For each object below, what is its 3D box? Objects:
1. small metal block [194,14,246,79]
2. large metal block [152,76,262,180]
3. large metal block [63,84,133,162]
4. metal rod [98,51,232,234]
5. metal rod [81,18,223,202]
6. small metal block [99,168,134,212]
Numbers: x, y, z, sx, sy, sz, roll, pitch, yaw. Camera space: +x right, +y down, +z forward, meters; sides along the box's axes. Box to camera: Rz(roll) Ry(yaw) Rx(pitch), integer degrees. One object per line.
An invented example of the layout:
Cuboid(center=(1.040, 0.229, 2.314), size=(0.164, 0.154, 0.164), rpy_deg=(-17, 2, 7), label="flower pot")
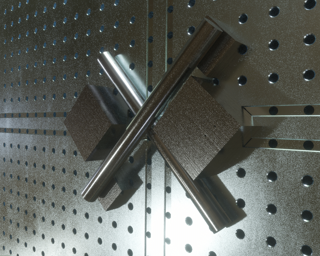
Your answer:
Cuboid(center=(0.061, -0.093, 0.360), size=(0.050, 0.025, 0.050), rpy_deg=(-52, 60, 27), label="small metal block")
Cuboid(center=(0.051, 0.000, 0.351), size=(0.080, 0.050, 0.080), rpy_deg=(51, 120, 28), label="large metal block")
Cuboid(center=(-0.092, -0.007, 0.469), size=(0.080, 0.050, 0.080), rpy_deg=(-51, 61, 28), label="large metal block")
Cuboid(center=(-0.007, 0.002, 0.414), size=(0.025, 0.025, 0.299), rpy_deg=(-50, 61, 28), label="metal rod")
Cuboid(center=(-0.024, -0.005, 0.396), size=(0.298, 0.025, 0.025), rpy_deg=(-52, 60, 27), label="metal rod")
Cuboid(center=(-0.073, 0.089, 0.470), size=(0.050, 0.025, 0.050), rpy_deg=(52, 120, 27), label="small metal block")
